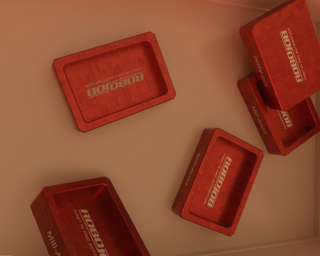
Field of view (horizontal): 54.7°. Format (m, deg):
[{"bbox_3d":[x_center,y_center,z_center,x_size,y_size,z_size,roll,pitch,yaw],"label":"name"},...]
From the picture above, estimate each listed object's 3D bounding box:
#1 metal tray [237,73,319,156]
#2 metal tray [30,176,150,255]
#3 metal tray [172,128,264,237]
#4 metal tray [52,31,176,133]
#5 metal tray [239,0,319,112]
[{"bbox_3d":[0.185,-0.034,0.475,0.091,0.030,0.130,-31,100,-17],"label":"metal tray"},{"bbox_3d":[-0.068,0.118,0.326,0.091,0.030,0.130,-1,51,-52],"label":"metal tray"},{"bbox_3d":[0.083,0.075,0.438,0.090,0.030,0.130,26,81,-18],"label":"metal tray"},{"bbox_3d":[-0.055,-0.058,0.387,0.131,0.030,0.090,-22,98,-19],"label":"metal tray"},{"bbox_3d":[0.176,-0.100,0.432,0.090,0.030,0.130,-32,109,-11],"label":"metal tray"}]
